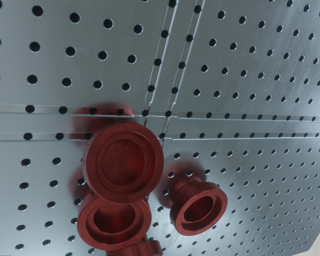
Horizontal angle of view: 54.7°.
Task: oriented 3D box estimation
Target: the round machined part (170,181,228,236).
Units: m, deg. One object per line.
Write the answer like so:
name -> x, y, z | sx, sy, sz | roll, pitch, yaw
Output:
round machined part -> 0.059, 0.128, 0.514 | 0.099, 0.042, 0.097 | -14, 125, -21

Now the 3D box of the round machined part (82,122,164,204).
round machined part -> -0.048, 0.041, 0.384 | 0.099, 0.042, 0.097 | 0, 91, -28

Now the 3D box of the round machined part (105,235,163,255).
round machined part -> -0.048, 0.191, 0.477 | 0.099, 0.042, 0.098 | -17, 152, -9

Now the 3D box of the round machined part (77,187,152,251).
round machined part -> -0.064, 0.118, 0.430 | 0.099, 0.042, 0.097 | -5, 115, -12
